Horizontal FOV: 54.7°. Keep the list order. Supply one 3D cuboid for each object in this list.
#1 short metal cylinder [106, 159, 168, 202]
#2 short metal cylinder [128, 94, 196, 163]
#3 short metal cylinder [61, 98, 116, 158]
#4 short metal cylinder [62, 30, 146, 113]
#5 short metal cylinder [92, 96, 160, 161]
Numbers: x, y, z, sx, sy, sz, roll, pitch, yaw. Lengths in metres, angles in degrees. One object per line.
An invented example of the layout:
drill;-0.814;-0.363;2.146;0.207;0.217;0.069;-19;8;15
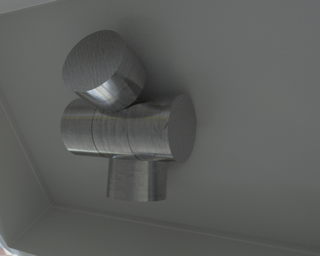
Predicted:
short metal cylinder;-0.030;0.068;0.420;0.080;0.080;0.050;0;85;28
short metal cylinder;0.005;0.000;0.369;0.050;0.080;0.080;2;119;28
short metal cylinder;-0.085;-0.001;0.415;0.050;0.080;0.080;2;119;28
short metal cylinder;-0.063;-0.064;0.355;0.080;0.080;0.050;2;157;27
short metal cylinder;-0.040;0.000;0.392;0.050;0.080;0.080;2;119;28
